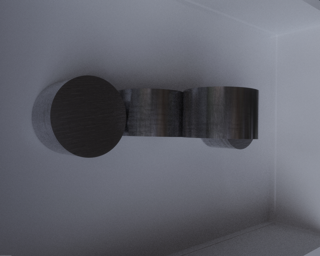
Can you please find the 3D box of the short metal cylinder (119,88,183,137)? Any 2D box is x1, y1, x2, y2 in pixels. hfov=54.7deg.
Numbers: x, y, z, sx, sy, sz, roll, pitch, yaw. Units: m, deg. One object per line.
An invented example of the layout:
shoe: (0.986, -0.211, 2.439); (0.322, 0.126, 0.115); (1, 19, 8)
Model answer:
short metal cylinder: (-0.010, -0.015, 0.360); (0.081, 0.080, 0.050); (2, 89, -40)

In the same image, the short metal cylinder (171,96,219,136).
short metal cylinder: (0.052, -0.013, 0.411); (0.081, 0.080, 0.050); (2, 89, -40)

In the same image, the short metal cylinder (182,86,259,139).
short metal cylinder: (0.065, -0.014, 0.333); (0.081, 0.080, 0.050); (2, 89, -40)

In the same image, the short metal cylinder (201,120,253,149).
short metal cylinder: (0.103, -0.009, 0.475); (0.081, 0.050, 0.080); (0, 90, -40)

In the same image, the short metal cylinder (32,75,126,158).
short metal cylinder: (-0.082, -0.011, 0.319); (0.081, 0.050, 0.080); (0, 90, -40)
